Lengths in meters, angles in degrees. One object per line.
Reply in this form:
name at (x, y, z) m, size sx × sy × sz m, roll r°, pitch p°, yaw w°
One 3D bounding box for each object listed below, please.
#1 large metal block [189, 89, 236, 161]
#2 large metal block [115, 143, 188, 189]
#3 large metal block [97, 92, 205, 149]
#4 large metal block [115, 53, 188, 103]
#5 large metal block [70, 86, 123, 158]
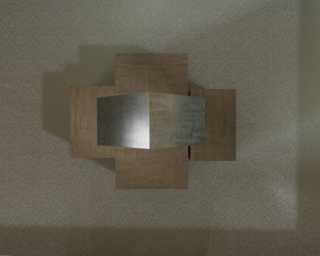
large metal block at (0.058, -0.004, 0.381) m, size 0.050 × 0.080 × 0.080 m, roll 0°, pitch 90°, yaw -1°
large metal block at (-0.009, 0.043, 0.383) m, size 0.081 × 0.080 × 0.050 m, roll 0°, pitch 90°, yaw 0°
large metal block at (-0.009, -0.007, 0.326) m, size 0.081 × 0.080 × 0.050 m, roll 0°, pitch 90°, yaw -45°
large metal block at (-0.009, -0.058, 0.382) m, size 0.081 × 0.080 × 0.050 m, roll 0°, pitch 90°, yaw 0°
large metal block at (-0.075, -0.007, 0.383) m, size 0.050 × 0.080 × 0.080 m, roll 0°, pitch 90°, yaw 0°
